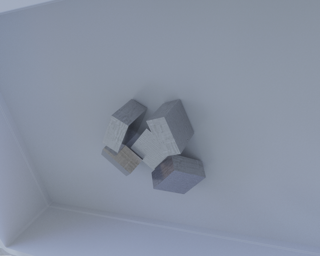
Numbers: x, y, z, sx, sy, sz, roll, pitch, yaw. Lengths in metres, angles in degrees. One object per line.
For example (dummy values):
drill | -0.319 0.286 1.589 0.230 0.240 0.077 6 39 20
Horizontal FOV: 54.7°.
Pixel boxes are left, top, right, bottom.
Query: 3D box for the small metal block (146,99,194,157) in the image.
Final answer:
small metal block | 0.014 -0.001 0.381 0.025 0.050 0.050 -12 112 32

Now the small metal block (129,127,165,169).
small metal block | -0.006 0.025 0.423 0.050 0.025 0.050 41 129 0

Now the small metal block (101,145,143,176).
small metal block | -0.056 0.042 0.445 0.050 0.025 0.050 41 162 -1

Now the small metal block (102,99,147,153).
small metal block | -0.047 -0.003 0.411 0.025 0.050 0.050 32 128 7

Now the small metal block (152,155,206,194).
small metal block | 0.024 0.063 0.415 0.050 0.025 0.050 16 135 -29
